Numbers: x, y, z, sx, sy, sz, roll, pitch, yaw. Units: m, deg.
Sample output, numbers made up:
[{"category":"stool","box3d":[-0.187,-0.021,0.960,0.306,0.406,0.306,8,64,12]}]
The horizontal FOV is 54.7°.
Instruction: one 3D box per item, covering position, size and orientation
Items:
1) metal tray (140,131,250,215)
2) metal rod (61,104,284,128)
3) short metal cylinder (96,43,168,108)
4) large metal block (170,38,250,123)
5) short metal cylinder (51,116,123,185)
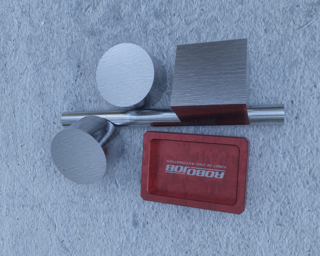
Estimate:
[{"category":"metal tray","box3d":[0.043,0.052,0.391,0.130,0.030,0.089,4,91,19]},{"category":"metal rod","box3d":[0.003,-0.014,0.410,0.301,0.025,0.025,-1,90,19]},{"category":"short metal cylinder","box3d":[-0.036,-0.066,0.410,0.080,0.050,0.080,0,89,20]},{"category":"large metal block","box3d":[0.062,-0.053,0.362,0.080,0.050,0.080,-1,69,20]},{"category":"short metal cylinder","box3d":[-0.097,0.029,0.418,0.080,0.050,0.079,7,113,16]}]
